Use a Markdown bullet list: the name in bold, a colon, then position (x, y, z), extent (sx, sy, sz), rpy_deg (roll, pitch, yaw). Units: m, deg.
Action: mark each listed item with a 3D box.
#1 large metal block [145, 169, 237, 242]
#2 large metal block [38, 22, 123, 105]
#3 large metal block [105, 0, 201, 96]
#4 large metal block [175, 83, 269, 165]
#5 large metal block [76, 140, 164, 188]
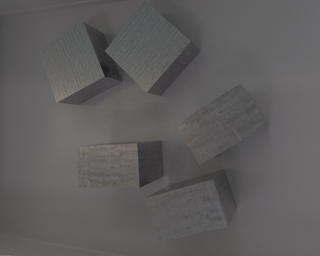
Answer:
- **large metal block**: position (0.040, 0.089, 0.367), extent (0.080, 0.080, 0.050), rpy_deg (-20, 84, 19)
- **large metal block**: position (-0.112, -0.087, 0.437), extent (0.080, 0.050, 0.080), rpy_deg (-25, 82, 18)
- **large metal block**: position (-0.009, -0.099, 0.400), extent (0.080, 0.050, 0.080), rpy_deg (46, 104, 14)
- **large metal block**: position (0.075, -0.003, 0.355), extent (0.080, 0.080, 0.050), rpy_deg (-33, 80, 17)
- **large metal block**: position (-0.048, 0.044, 0.398), extent (0.080, 0.080, 0.050), rpy_deg (-4, 89, 20)
